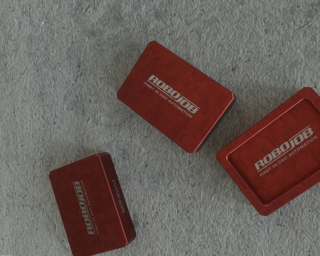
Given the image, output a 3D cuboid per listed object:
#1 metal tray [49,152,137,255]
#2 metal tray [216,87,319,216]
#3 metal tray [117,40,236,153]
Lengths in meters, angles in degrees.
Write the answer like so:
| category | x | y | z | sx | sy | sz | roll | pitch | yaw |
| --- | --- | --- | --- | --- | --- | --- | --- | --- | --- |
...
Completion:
| category | x | y | z | sx | sy | sz | roll | pitch | yaw |
| --- | --- | --- | --- | --- | --- | --- | --- | --- | --- |
| metal tray | -0.097 | 0.109 | 0.441 | 0.090 | 0.030 | 0.129 | -21 | 83 | 18 |
| metal tray | 0.143 | 0.027 | 0.355 | 0.130 | 0.030 | 0.090 | -40 | 78 | 15 |
| metal tray | 0.019 | -0.040 | 0.400 | 0.130 | 0.030 | 0.090 | 38 | 102 | 16 |
